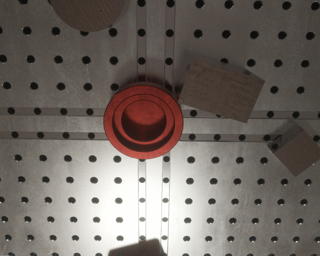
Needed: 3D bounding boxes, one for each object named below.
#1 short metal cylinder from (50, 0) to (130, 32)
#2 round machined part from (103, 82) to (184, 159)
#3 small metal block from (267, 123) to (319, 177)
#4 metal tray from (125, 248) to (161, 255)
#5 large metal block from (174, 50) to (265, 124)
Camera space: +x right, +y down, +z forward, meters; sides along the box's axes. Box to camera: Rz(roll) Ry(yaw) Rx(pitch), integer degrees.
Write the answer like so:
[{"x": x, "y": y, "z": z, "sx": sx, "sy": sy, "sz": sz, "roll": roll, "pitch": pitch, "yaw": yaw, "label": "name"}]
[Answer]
[{"x": -0.076, "y": -0.150, "z": 0.344, "sx": 0.081, "sy": 0.050, "sz": 0.079, "roll": 0, "pitch": 110, "yaw": -1, "label": "short metal cylinder"}, {"x": -0.020, "y": -0.012, "z": 0.400, "sx": 0.099, "sy": 0.042, "sz": 0.097, "roll": 0, "pitch": 110, "yaw": -1, "label": "round machined part"}, {"x": 0.188, "y": 0.031, "z": 0.428, "sx": 0.050, "sy": 0.025, "sz": 0.050, "roll": -42, "pitch": 105, "yaw": 13, "label": "small metal block"}, {"x": -0.027, "y": 0.267, "z": 0.509, "sx": 0.090, "sy": 0.030, "sz": 0.129, "roll": -16, "pitch": 110, "yaw": 5, "label": "metal tray"}, {"x": 0.064, "y": -0.052, "z": 0.366, "sx": 0.080, "sy": 0.080, "sz": 0.050, "roll": 16, "pitch": 109, "yaw": -6, "label": "large metal block"}]
